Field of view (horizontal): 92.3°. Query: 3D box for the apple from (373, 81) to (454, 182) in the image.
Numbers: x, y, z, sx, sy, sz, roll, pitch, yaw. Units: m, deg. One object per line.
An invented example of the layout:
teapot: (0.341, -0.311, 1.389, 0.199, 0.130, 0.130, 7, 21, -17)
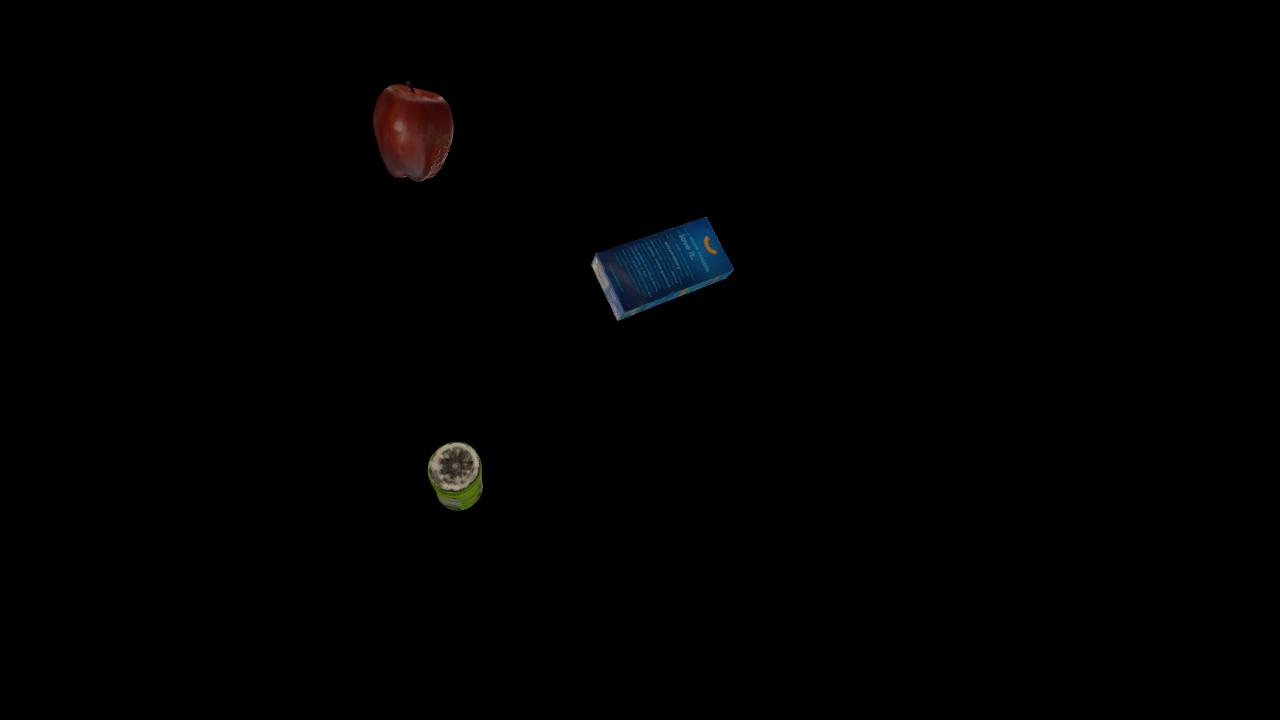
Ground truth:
apple: (-0.231, -0.232, 0.623, 0.079, 0.093, 0.079, 9, 26, -5)

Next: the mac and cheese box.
mac and cheese box: (0.033, -0.130, 0.860, 0.184, 0.093, 0.041, -22, -10, -23)

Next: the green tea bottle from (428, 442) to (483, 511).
green tea bottle: (-0.265, 0.178, 0.895, 0.073, 0.073, 0.212, 0, -23, -16)
